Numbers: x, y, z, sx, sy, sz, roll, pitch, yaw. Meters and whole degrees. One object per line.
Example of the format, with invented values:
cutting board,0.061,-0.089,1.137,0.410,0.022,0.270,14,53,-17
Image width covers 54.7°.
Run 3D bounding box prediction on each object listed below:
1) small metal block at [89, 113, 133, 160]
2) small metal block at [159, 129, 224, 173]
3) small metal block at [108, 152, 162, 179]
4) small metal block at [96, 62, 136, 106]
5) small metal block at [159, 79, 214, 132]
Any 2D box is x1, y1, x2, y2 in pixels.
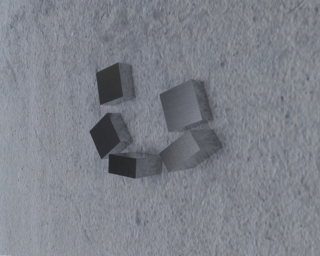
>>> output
small metal block,-0.074,0.012,0.463,0.050,0.025,0.050,-41,66,32
small metal block,0.036,0.026,0.357,0.050,0.050,0.025,-41,66,32
small metal block,-0.033,0.048,0.414,0.050,0.050,0.025,4,93,39
small metal block,-0.066,-0.063,0.457,0.050,0.025,0.050,-14,81,38
small metal block,0.031,-0.026,0.378,0.050,0.025,0.050,-22,77,37
